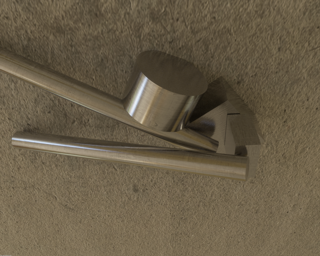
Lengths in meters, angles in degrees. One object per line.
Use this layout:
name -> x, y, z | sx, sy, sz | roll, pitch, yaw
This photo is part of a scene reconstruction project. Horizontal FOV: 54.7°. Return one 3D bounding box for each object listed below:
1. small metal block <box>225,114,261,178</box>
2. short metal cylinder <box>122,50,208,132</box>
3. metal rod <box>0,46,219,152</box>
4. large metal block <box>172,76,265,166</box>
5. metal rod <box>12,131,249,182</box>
small metal block -> 0.089, 0.020, 0.341 | 0.025, 0.050, 0.050 | -3, 130, 3
short metal cylinder -> 0.005, -0.041, 0.339 | 0.081, 0.080, 0.050 | 16, 128, -14
metal rod -> -0.076, -0.033, 0.342 | 0.301, 0.025, 0.025 | 23, 127, -5
large metal block -> 0.069, -0.004, 0.388 | 0.080, 0.050, 0.080 | -33, 123, 26
metal rod -> -0.052, 0.028, 0.362 | 0.301, 0.025, 0.025 | 5, 134, 23
